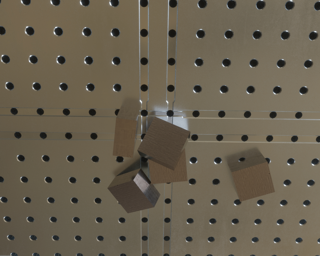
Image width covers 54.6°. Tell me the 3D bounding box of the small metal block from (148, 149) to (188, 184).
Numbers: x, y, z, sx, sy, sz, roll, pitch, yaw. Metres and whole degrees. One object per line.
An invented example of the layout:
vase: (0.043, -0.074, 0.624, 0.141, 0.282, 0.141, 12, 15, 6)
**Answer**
small metal block: (0.011, 0.048, 0.431, 0.050, 0.025, 0.050, -5, 110, 2)

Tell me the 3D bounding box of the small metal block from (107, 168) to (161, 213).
small metal block: (-0.036, 0.089, 0.436, 0.050, 0.025, 0.050, -22, 111, 33)

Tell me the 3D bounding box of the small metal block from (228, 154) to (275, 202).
small metal block: (0.129, 0.071, 0.440, 0.050, 0.025, 0.050, -18, 109, 6)

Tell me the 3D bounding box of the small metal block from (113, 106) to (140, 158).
small metal block: (-0.043, 0.004, 0.401, 0.025, 0.050, 0.050, 7, 110, -3)

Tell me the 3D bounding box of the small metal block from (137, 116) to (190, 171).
small metal block: (0.006, 0.020, 0.401, 0.050, 0.025, 0.050, 24, 74, 11)
